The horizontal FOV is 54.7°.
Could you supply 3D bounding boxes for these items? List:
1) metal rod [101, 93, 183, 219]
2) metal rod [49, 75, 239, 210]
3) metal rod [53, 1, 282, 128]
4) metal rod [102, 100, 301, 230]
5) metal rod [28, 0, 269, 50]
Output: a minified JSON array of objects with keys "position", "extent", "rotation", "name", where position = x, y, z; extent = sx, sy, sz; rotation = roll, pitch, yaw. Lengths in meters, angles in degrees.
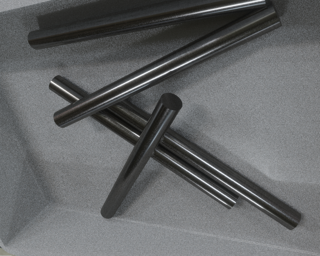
[{"position":[-0.040,0.060,0.438],"extent":[0.025,0.025,0.298],"rotation":[35,137,4],"name":"metal rod"},{"position":[-0.026,0.017,0.430],"extent":[0.301,0.025,0.025],"rotation":[33,129,5],"name":"metal rod"},{"position":[-0.015,-0.059,0.358],"extent":[0.300,0.025,0.025],"rotation":[-21,108,29],"name":"metal rod"},{"position":[0.045,0.036,0.405],"extent":[0.301,0.025,0.025],"rotation":[33,129,5],"name":"metal rod"},{"position":[-0.036,-0.121,0.351],"extent":[0.300,0.025,0.025],"rotation":[-1,118,28],"name":"metal rod"}]
